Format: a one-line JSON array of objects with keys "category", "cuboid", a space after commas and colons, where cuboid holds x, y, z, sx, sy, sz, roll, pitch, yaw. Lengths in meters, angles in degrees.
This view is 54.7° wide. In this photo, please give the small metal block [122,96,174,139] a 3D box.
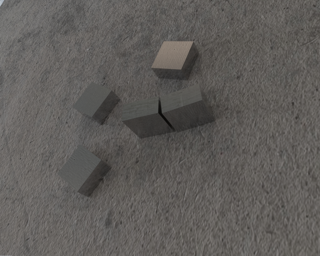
[{"category": "small metal block", "cuboid": [-0.014, -0.012, 0.403, 0.050, 0.050, 0.025, -12, 57, 22]}]

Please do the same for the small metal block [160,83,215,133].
[{"category": "small metal block", "cuboid": [0.035, -0.023, 0.384, 0.050, 0.050, 0.025, -18, 55, 18]}]

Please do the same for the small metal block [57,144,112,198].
[{"category": "small metal block", "cuboid": [-0.103, 0.058, 0.423, 0.050, 0.025, 0.050, 28, 77, 37]}]

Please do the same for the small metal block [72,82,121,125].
[{"category": "small metal block", "cuboid": [-0.098, -0.039, 0.479, 0.050, 0.025, 0.050, 25, 75, 36]}]

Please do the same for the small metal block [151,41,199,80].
[{"category": "small metal block", "cuboid": [0.023, -0.099, 0.453, 0.050, 0.025, 0.050, 10, 67, 32]}]
